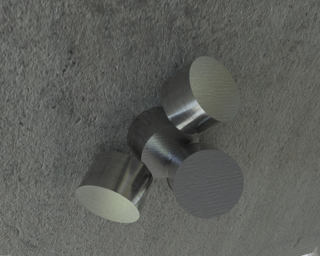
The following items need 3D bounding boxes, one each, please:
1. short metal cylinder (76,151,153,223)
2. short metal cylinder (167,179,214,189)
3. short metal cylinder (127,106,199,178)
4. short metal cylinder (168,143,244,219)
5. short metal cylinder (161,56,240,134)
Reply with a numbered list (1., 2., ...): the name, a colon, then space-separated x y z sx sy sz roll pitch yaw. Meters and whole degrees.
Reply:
1. short metal cylinder: -0.055 0.074 0.381 0.080 0.050 0.080 12 139 11
2. short metal cylinder: 0.057 0.069 0.446 0.080 0.080 0.050 -46 129 4
3. short metal cylinder: 0.003 0.018 0.405 0.081 0.050 0.079 -14 124 -21
4. short metal cylinder: 0.052 0.061 0.372 0.081 0.050 0.079 -1 96 -6
5. short metal cylinder: 0.048 -0.038 0.368 0.081 0.080 0.050 14 154 -34
